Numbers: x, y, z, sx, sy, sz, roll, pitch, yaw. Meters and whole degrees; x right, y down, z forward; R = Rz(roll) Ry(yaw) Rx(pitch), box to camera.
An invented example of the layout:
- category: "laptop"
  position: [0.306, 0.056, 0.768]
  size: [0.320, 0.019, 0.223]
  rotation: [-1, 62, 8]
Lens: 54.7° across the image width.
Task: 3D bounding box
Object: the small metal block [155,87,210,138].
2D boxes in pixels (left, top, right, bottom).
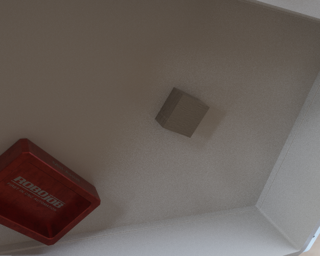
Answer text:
- category: "small metal block"
  position: [0.030, -0.020, 0.415]
  size: [0.050, 0.025, 0.050]
  rotation: [21, 107, -36]

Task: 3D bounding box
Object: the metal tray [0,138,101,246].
- category: "metal tray"
  position: [-0.148, 0.083, 0.376]
  size: [0.090, 0.030, 0.130]
  rotation: [-41, 130, 0]
